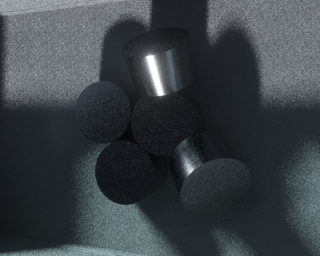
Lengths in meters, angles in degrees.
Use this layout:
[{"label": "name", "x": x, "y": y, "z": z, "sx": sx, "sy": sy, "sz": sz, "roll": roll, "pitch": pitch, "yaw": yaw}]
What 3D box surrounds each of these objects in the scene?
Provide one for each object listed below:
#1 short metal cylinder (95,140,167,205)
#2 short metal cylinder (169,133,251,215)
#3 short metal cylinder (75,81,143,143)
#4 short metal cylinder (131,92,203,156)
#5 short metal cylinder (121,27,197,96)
[{"label": "short metal cylinder", "x": -0.037, "y": 0.055, "z": 0.407, "sx": 0.080, "sy": 0.050, "sz": 0.079, "roll": 0, "pitch": 90, "yaw": 19}, {"label": "short metal cylinder", "x": 0.055, "y": 0.052, "z": 0.354, "sx": 0.081, "sy": 0.050, "sz": 0.079, "roll": -7, "pitch": 122, "yaw": -11}, {"label": "short metal cylinder", "x": -0.065, "y": -0.020, "z": 0.417, "sx": 0.080, "sy": 0.050, "sz": 0.079, "roll": 0, "pitch": 90, "yaw": 19}, {"label": "short metal cylinder", "x": 0.011, "y": -0.007, "z": 0.391, "sx": 0.080, "sy": 0.050, "sz": 0.079, "roll": 0, "pitch": 90, "yaw": 19}, {"label": "short metal cylinder", "x": 0.000, "y": -0.081, "z": 0.371, "sx": 0.080, "sy": 0.080, "sz": 0.050, "roll": -3, "pitch": 127, "yaw": 19}]
